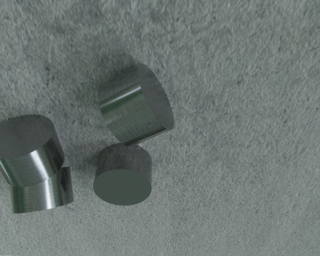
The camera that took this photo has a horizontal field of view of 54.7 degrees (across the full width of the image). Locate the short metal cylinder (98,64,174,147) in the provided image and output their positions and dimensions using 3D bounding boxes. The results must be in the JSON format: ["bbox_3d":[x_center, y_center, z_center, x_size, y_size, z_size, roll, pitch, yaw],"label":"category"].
[{"bbox_3d":[-0.025,-0.025,0.349,0.050,0.080,0.080,-24,127,18],"label":"short metal cylinder"}]

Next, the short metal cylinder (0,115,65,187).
[{"bbox_3d":[-0.168,0.027,0.392,0.080,0.080,0.050,-3,130,2],"label":"short metal cylinder"}]

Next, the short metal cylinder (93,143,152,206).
[{"bbox_3d":[-0.052,0.068,0.448,0.081,0.050,0.079,0,130,0],"label":"short metal cylinder"}]

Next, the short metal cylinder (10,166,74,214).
[{"bbox_3d":[-0.165,0.085,0.433,0.080,0.080,0.050,-9,86,7],"label":"short metal cylinder"}]
